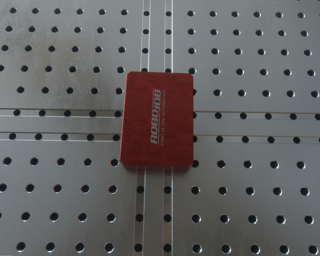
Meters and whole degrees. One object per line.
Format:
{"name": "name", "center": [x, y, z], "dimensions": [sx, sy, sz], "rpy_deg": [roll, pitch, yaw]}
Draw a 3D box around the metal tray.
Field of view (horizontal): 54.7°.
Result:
{"name": "metal tray", "center": [-0.002, -0.010, 0.412], "dimensions": [0.091, 0.030, 0.130], "rpy_deg": [2, 70, 0]}
